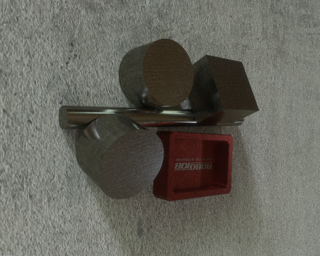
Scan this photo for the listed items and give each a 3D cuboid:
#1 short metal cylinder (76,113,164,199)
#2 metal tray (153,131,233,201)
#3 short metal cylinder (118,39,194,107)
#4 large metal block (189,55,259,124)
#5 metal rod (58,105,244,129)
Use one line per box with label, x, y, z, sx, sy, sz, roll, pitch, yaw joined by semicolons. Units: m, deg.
short metal cylinder;-0.043;0.030;0.338;0.081;0.050;0.079;-19;123;-33
metal tray;0.052;0.052;0.445;0.131;0.030;0.089;4;87;-40
short metal cylinder;-0.004;-0.066;0.386;0.081;0.050;0.080;0;89;-40
large metal block;0.087;-0.053;0.447;0.081;0.050;0.080;-1;70;-40
metal rod;0.015;-0.014;0.420;0.302;0.025;0.025;-1;91;-40
